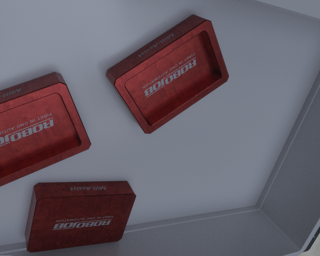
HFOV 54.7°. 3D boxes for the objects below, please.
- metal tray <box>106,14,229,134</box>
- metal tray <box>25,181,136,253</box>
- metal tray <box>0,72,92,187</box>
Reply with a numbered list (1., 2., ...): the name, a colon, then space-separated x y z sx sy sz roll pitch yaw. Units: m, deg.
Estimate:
1. metal tray: 0.013 -0.063 0.375 0.130 0.030 0.090 -35 129 -6
2. metal tray: -0.107 0.118 0.421 0.131 0.030 0.089 5 116 -31
3. metal tray: -0.150 0.006 0.327 0.131 0.030 0.089 -24 127 -14
